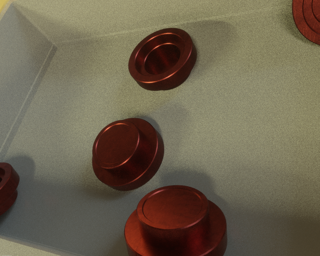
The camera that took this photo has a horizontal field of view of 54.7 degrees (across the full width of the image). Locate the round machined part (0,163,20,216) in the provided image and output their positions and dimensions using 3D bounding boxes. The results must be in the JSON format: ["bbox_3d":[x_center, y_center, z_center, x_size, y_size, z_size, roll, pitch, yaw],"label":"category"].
[{"bbox_3d":[-0.251,0.099,0.452,0.098,0.042,0.098,-15,32,10],"label":"round machined part"}]

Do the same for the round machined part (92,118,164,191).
[{"bbox_3d":[-0.048,0.028,0.403,0.098,0.042,0.098,-13,56,21],"label":"round machined part"}]

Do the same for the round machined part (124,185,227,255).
[{"bbox_3d":[0.014,0.091,0.299,0.099,0.042,0.098,-6,22,3],"label":"round machined part"}]

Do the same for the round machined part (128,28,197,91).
[{"bbox_3d":[0.007,-0.094,0.449,0.098,0.042,0.098,-13,56,21],"label":"round machined part"}]

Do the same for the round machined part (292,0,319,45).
[{"bbox_3d":[0.204,-0.146,0.353,0.098,0.097,0.042,-7,25,25],"label":"round machined part"}]
